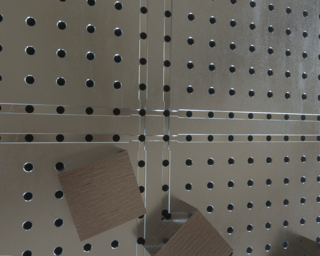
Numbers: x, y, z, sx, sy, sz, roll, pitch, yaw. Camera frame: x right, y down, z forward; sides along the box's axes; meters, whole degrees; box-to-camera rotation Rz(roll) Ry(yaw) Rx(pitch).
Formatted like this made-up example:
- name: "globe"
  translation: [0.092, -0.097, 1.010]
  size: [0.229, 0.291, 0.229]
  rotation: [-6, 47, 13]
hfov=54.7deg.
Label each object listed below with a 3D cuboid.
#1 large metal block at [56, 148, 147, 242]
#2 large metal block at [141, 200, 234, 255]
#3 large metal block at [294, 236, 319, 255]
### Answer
- name: "large metal block"
  translation: [-0.072, 0.076, 0.374]
  size: [0.081, 0.050, 0.080]
  rotation: [-19, 97, -19]
- name: "large metal block"
  translation: [0.036, 0.159, 0.414]
  size: [0.080, 0.050, 0.080]
  rotation: [-43, 104, -15]
- name: "large metal block"
  translation: [0.259, 0.236, 0.498]
  size: [0.080, 0.050, 0.080]
  rotation: [35, 79, -17]
